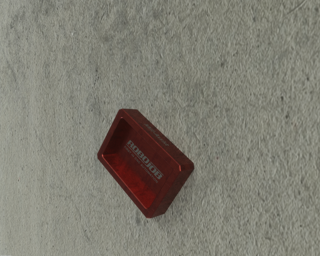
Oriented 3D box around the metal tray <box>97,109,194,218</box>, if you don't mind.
[{"bbox_3d":[-0.025,0.044,0.422,0.130,0.030,0.089,43,116,31],"label":"metal tray"}]
